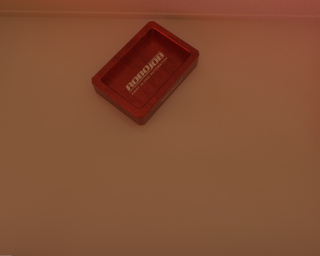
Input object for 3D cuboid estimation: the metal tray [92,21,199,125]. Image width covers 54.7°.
[{"bbox_3d":[-0.019,-0.079,0.435,0.090,0.030,0.130,37,74,12],"label":"metal tray"}]
